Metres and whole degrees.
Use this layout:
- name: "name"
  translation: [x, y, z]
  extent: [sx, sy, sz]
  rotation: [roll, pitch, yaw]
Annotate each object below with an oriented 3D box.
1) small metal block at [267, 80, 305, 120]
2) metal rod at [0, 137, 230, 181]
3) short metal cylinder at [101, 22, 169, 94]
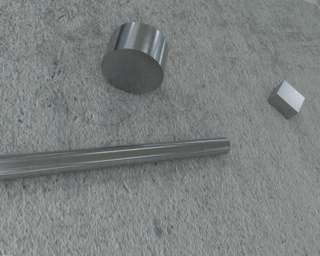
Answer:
- name: "small metal block"
  translation: [0.229, -0.052, 0.562]
  extent: [0.050, 0.025, 0.050]
  rotation: [42, 51, 0]
- name: "metal rod"
  translation: [-0.040, 0.032, 0.363]
  extent: [0.303, 0.025, 0.025]
  rotation: [-3, 64, -30]
- name: "short metal cylinder"
  translation: [-0.032, -0.090, 0.408]
  extent: [0.080, 0.080, 0.050]
  rotation: [21, 54, -16]
